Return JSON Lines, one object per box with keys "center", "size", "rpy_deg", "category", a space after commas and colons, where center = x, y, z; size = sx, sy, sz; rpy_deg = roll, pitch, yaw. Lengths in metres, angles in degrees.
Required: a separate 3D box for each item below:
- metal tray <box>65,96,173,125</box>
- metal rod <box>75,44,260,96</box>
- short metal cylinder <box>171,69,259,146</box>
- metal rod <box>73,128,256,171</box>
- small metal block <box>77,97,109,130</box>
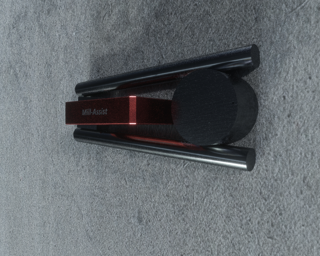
{"center": [-0.049, -0.019, 0.403], "size": [0.130, 0.091, 0.030], "rpy_deg": [0, 90, 40], "category": "metal tray"}
{"center": [-0.015, -0.069, 0.419], "size": [0.300, 0.025, 0.025], "rpy_deg": [-3, 88, 40], "category": "metal rod"}
{"center": [0.060, -0.022, 0.340], "size": [0.080, 0.050, 0.079], "rpy_deg": [0, 90, 40], "category": "short metal cylinder"}
{"center": [-0.019, 0.022, 0.422], "size": [0.300, 0.025, 0.025], "rpy_deg": [6, 94, 39], "category": "metal rod"}
{"center": [-0.106, -0.024, 0.495], "size": [0.050, 0.025, 0.050], "rpy_deg": [6, 94, 40], "category": "small metal block"}
